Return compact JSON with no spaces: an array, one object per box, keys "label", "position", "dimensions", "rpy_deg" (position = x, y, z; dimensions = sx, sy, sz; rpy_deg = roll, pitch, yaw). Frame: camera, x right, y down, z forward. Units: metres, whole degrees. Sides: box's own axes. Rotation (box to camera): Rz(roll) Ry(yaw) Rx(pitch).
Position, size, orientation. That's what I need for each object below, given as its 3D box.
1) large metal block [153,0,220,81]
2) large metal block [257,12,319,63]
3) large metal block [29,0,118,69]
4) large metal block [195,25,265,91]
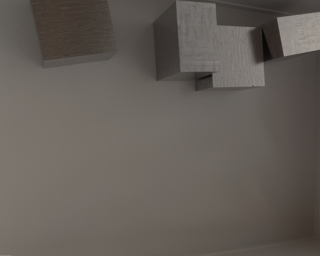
[{"label":"large metal block","position":[0.030,-0.105,0.392],"dimensions":[0.050,0.080,0.079],"rpy_deg":[-4,92,-20]},{"label":"large metal block","position":[0.177,-0.125,0.446],"dimensions":[0.081,0.080,0.050],"rpy_deg":[-14,95,-20]},{"label":"large metal block","position":[-0.101,-0.118,0.360],"dimensions":[0.081,0.050,0.080],"rpy_deg":[-13,95,-20]},{"label":"large metal block","position":[0.095,-0.094,0.432],"dimensions":[0.081,0.050,0.079],"rpy_deg":[-4,92,-20]}]
